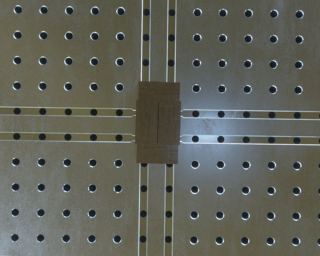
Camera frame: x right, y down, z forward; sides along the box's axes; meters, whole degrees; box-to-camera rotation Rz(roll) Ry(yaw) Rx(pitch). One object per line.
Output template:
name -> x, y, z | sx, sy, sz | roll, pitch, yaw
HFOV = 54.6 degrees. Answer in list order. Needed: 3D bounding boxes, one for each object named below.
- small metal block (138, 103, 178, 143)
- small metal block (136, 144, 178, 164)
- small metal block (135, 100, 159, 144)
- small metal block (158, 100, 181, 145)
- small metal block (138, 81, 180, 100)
small metal block -> -0.003, -0.007, 0.413 | 0.050, 0.025, 0.050 | 2, 90, 1
small metal block -> -0.003, 0.031, 0.400 | 0.050, 0.050, 0.025 | 2, 90, 0
small metal block -> -0.015, -0.007, 0.375 | 0.025, 0.050, 0.050 | 2, 90, 0
small metal block -> 0.011, -0.006, 0.376 | 0.025, 0.050, 0.050 | 2, 90, 1
small metal block -> -0.001, -0.044, 0.400 | 0.050, 0.050, 0.025 | 2, 90, 0
